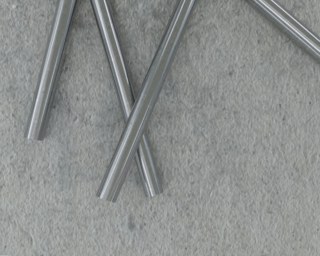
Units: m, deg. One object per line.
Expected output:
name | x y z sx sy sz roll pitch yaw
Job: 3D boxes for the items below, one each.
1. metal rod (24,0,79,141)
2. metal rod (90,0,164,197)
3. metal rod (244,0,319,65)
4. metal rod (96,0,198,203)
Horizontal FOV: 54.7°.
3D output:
metal rod | -0.130 -0.131 0.408 0.025 0.025 0.298 14 90 -1
metal rod | -0.048 -0.057 0.409 0.025 0.025 0.298 -16 90 0
metal rod | 0.159 -0.147 0.411 0.300 0.025 0.025 40 90 -1
metal rod | -0.010 -0.053 0.390 0.025 0.025 0.299 22 82 -1
